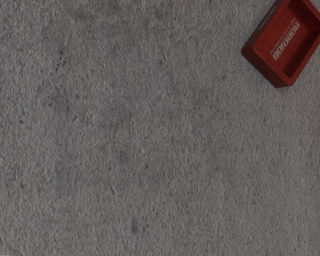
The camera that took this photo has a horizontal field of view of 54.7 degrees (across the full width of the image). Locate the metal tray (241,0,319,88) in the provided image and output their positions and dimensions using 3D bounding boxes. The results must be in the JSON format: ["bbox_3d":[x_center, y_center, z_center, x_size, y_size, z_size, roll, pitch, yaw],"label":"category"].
[{"bbox_3d":[0.195,-0.138,0.477,0.090,0.030,0.130,40,77,-16],"label":"metal tray"}]
